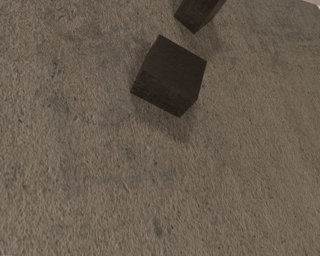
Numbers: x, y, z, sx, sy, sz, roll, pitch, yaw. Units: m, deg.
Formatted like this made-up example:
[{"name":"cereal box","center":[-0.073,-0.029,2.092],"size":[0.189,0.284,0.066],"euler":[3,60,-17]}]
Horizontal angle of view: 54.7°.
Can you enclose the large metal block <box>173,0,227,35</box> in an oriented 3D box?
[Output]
[{"name":"large metal block","center":[0.081,-0.226,0.552],"size":[0.050,0.080,0.080],"euler":[42,51,0]}]

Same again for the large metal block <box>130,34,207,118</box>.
[{"name":"large metal block","center":[0.014,-0.074,0.442],"size":[0.080,0.050,0.080],"euler":[27,52,-12]}]
